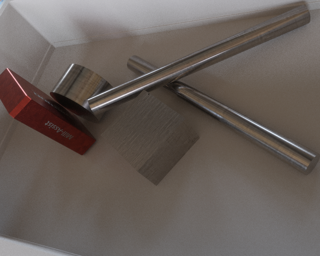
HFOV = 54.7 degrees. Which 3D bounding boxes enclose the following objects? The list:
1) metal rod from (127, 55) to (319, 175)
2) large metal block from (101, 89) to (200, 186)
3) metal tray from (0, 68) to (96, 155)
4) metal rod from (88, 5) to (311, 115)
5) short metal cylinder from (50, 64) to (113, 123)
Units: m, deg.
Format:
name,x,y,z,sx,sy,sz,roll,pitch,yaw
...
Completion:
name,x,y,z,sx,sy,sz,roll,pitch,yaw
metal rod,0.054,-0.033,0.396,0.025,0.025,0.300,-49,52,-6
large metal block,-0.012,0.011,0.388,0.080,0.050,0.080,-48,52,-6
metal tray,-0.157,-0.019,0.429,0.030,0.130,0.090,-48,52,-1
metal rod,0.048,-0.087,0.406,0.301,0.025,0.025,-23,53,3
short metal cylinder,-0.113,-0.050,0.458,0.080,0.080,0.050,17,71,34
